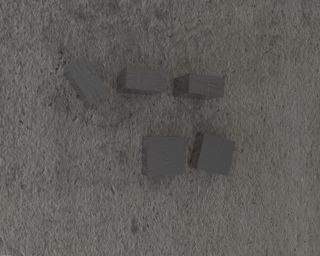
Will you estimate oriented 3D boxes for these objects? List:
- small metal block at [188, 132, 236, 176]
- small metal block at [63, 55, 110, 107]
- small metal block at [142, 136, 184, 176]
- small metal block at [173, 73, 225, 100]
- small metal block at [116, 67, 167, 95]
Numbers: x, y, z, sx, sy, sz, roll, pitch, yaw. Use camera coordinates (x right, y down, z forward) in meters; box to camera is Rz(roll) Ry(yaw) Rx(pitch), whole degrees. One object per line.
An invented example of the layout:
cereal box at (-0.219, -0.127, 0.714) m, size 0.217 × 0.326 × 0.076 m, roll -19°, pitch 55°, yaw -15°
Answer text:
small metal block at (0.073, 0.037, 0.436) m, size 0.050 × 0.025 × 0.050 m, roll 16°, pitch 85°, yaw -20°
small metal block at (-0.087, -0.053, 0.363) m, size 0.025 × 0.050 × 0.050 m, roll -34°, pitch 101°, yaw -17°
small metal block at (0.004, 0.036, 0.410) m, size 0.050 × 0.025 × 0.050 m, roll 0°, pitch 90°, yaw -20°
small metal block at (0.051, -0.054, 0.414) m, size 0.050 × 0.050 × 0.025 m, roll 4°, pitch 89°, yaw -20°
small metal block at (-0.024, -0.057, 0.387) m, size 0.050 × 0.050 × 0.025 m, roll 3°, pitch 89°, yaw -20°
